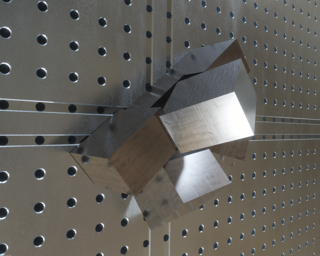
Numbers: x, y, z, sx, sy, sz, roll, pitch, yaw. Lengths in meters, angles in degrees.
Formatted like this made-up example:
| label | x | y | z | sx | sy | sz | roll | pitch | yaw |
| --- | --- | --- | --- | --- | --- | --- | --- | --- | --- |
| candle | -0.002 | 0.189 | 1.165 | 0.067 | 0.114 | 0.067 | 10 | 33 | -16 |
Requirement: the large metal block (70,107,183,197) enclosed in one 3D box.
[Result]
| label | x | y | z | sx | sy | sz | roll | pitch | yaw |
| --- | --- | --- | --- | --- | --- | --- | --- | --- | --- |
| large metal block | -0.037 | 0.022 | 0.340 | 0.080 | 0.080 | 0.050 | -46 | 118 | -30 |

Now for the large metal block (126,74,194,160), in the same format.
| label | x | y | z | sx | sy | sz | roll | pitch | yaw |
| --- | --- | --- | --- | --- | --- | --- | --- | --- | --- |
| large metal block | 0.010 | -0.011 | 0.402 | 0.080 | 0.050 | 0.080 | -47 | 118 | -30 |

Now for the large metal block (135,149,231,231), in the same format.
| label | x | y | z | sx | sy | sz | roll | pitch | yaw |
| --- | --- | --- | --- | --- | --- | --- | --- | --- | --- |
| large metal block | 0.026 | 0.076 | 0.385 | 0.081 | 0.080 | 0.050 | -11 | 61 | -39 |

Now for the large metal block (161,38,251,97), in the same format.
| label | x | y | z | sx | sy | sz | roll | pitch | yaw |
| --- | --- | --- | --- | --- | --- | --- | --- | --- | --- |
| large metal block | 0.062 | -0.073 | 0.424 | 0.080 | 0.080 | 0.050 | -47 | 119 | -30 |

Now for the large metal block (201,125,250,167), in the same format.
| label | x | y | z | sx | sy | sz | roll | pitch | yaw |
| --- | --- | --- | --- | --- | --- | --- | --- | --- | --- |
| large metal block | 0.093 | 0.007 | 0.441 | 0.050 | 0.080 | 0.080 | 15 | 77 | 3 |

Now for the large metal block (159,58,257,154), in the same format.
| label | x | y | z | sx | sy | sz | roll | pitch | yaw |
| --- | --- | --- | --- | --- | --- | --- | --- | --- | --- |
| large metal block | 0.056 | -0.025 | 0.337 | 0.050 | 0.080 | 0.080 | 60 | 31 | -23 |
